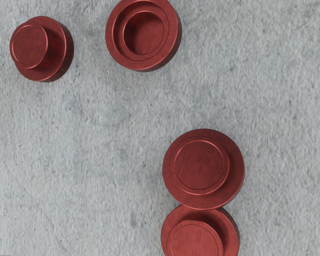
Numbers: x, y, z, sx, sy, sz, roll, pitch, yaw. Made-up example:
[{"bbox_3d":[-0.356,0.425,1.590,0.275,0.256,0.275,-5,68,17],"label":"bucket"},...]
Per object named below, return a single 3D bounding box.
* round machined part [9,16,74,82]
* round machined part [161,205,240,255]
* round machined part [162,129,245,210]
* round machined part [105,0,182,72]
[{"bbox_3d":[-0.183,-0.119,0.463,0.098,0.042,0.097,0,90,19],"label":"round machined part"},{"bbox_3d":[0.047,0.141,0.383,0.098,0.042,0.097,0,90,19],"label":"round machined part"},{"bbox_3d":[0.050,0.047,0.368,0.098,0.042,0.098,-5,72,16],"label":"round machined part"},{"bbox_3d":[-0.018,-0.122,0.406,0.098,0.042,0.097,0,90,19],"label":"round machined part"}]
